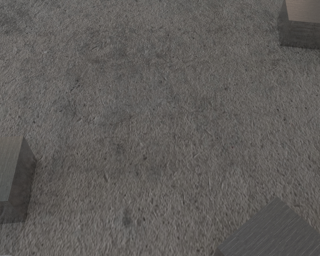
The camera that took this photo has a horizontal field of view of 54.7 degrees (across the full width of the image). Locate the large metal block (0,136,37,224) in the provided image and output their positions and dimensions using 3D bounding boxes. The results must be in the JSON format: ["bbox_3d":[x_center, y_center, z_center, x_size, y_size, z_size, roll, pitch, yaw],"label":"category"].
[{"bbox_3d":[-0.189,0.058,0.337,0.081,0.050,0.080,-4,50,-4],"label":"large metal block"}]

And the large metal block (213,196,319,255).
[{"bbox_3d":[0.106,0.124,0.283,0.081,0.050,0.080,-31,57,-23],"label":"large metal block"}]

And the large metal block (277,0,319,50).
[{"bbox_3d":[0.256,-0.184,0.543,0.080,0.050,0.080,8,50,6],"label":"large metal block"}]
